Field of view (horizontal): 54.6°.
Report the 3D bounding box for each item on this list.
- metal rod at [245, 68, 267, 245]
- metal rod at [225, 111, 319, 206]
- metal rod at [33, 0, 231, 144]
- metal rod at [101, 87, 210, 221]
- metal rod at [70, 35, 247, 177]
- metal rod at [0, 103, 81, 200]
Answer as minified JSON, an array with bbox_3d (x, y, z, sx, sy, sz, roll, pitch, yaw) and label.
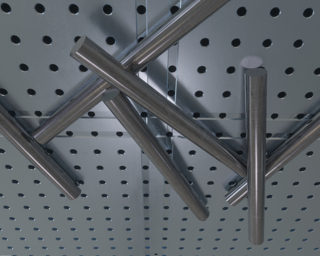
[{"bbox_3d":[0.135,0.060,0.436,0.025,0.025,0.298,-7,122,6],"label":"metal rod"},{"bbox_3d":[0.192,0.019,0.429,0.025,0.025,0.298,24,126,-19],"label":"metal rod"},{"bbox_3d":[-0.046,-0.063,0.357,0.299,0.025,0.025,-33,123,25],"label":"metal rod"},{"bbox_3d":[0.010,0.056,0.442,0.025,0.025,0.300,-20,132,16],"label":"metal rod"},{"bbox_3d":[0.024,-0.009,0.382,0.025,0.025,0.301,-36,128,27],"label":"metal rod"},{"bbox_3d":[-0.197,0.002,0.411,0.025,0.025,0.299,-18,128,15],"label":"metal rod"}]
